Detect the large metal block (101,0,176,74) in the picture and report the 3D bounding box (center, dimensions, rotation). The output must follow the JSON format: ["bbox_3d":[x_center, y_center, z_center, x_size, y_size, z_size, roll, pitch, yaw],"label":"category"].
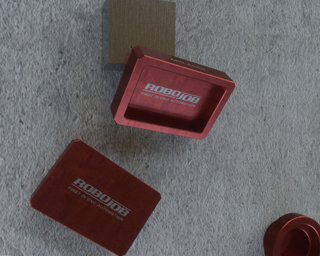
[{"bbox_3d":[-0.028,-0.113,0.385,0.081,0.050,0.080,1,90,-20],"label":"large metal block"}]

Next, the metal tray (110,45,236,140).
[{"bbox_3d":[0.016,-0.038,0.380,0.131,0.030,0.089,11,121,-26],"label":"metal tray"}]

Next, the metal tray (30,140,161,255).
[{"bbox_3d":[-0.075,0.085,0.379,0.130,0.030,0.090,37,78,-17],"label":"metal tray"}]

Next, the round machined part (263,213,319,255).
[{"bbox_3d":[0.199,0.178,0.474,0.099,0.042,0.097,0,90,-20],"label":"round machined part"}]
